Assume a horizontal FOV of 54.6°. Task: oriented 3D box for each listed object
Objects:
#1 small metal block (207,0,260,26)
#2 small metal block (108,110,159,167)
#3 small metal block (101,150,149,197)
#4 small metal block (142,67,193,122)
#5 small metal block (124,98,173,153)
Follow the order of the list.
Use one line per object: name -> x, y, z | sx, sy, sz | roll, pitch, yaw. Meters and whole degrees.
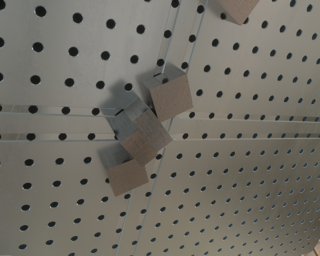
small metal block -> 0.089, -0.157, 0.362 | 0.050, 0.025, 0.050 | 28, 103, -38
small metal block -> -0.033, 0.013, 0.384 | 0.025, 0.050, 0.050 | -38, 129, -2
small metal block -> -0.047, 0.059, 0.421 | 0.050, 0.025, 0.050 | -22, 127, -15
small metal block -> 0.010, -0.041, 0.391 | 0.050, 0.025, 0.050 | -26, 128, -13
small metal block -> -0.015, -0.004, 0.376 | 0.025, 0.050, 0.050 | -37, 115, -2
